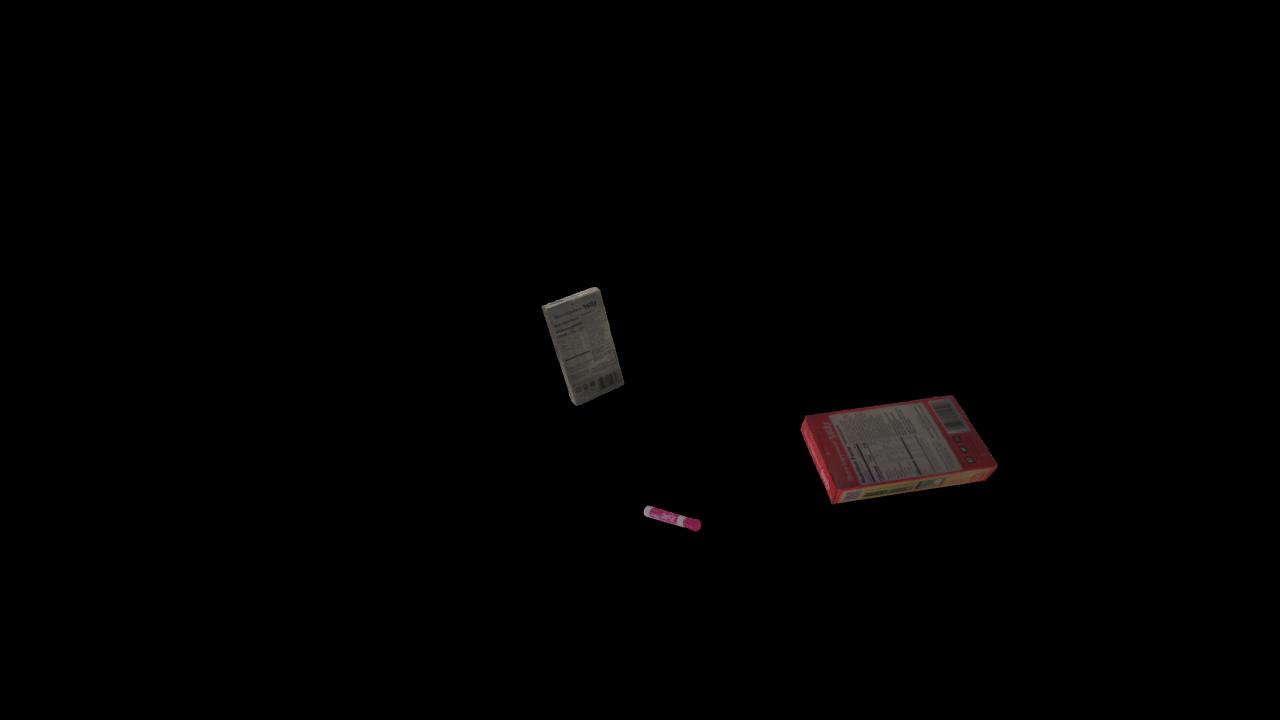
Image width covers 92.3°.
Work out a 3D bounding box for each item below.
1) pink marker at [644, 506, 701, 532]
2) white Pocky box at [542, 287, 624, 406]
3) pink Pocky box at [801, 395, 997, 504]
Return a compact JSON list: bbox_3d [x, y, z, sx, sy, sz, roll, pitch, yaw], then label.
[{"bbox_3d":[0.052,0.255,0.992,0.020,0.020,0.121,0,0,-41],"label":"pink marker"},{"bbox_3d":[-0.078,-0.018,0.875,0.084,0.154,0.028,-23,26,-19],"label":"white Pocky box"},{"bbox_3d":[0.238,0.082,0.576,0.155,0.084,0.029,-7,-42,-7],"label":"pink Pocky box"}]
